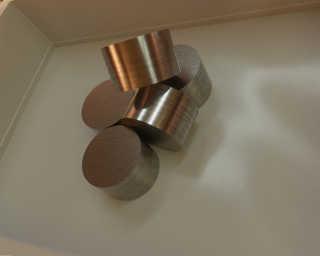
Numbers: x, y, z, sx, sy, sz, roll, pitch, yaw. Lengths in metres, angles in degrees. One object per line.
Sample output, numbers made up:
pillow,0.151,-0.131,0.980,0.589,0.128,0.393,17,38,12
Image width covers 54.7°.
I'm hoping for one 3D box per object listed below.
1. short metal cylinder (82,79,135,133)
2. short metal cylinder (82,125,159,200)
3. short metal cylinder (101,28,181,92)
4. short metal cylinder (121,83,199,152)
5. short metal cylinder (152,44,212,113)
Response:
short metal cylinder,-0.060,-0.022,0.430,0.080,0.050,0.080,-13,56,20
short metal cylinder,-0.048,0.044,0.384,0.080,0.050,0.080,-13,56,20
short metal cylinder,-0.022,-0.078,0.355,0.080,0.050,0.080,-15,16,5
short metal cylinder,0.000,-0.012,0.376,0.080,0.080,0.050,14,69,33
short metal cylinder,0.023,-0.064,0.414,0.080,0.050,0.080,-13,56,20
